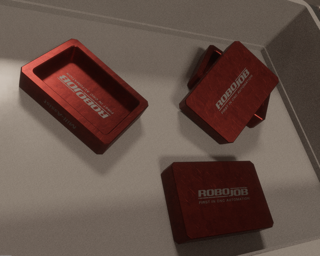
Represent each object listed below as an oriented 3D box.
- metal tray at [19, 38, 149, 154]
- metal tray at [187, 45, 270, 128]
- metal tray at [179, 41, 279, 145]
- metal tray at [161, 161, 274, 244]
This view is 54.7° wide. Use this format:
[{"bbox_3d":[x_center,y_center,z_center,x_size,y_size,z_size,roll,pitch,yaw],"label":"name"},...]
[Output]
[{"bbox_3d":[-0.090,-0.041,0.379,0.130,0.030,0.090,41,51,0],"label":"metal tray"},{"bbox_3d":[0.118,-0.069,0.510,0.130,0.030,0.090,32,51,-8],"label":"metal tray"},{"bbox_3d":[0.102,-0.052,0.454,0.090,0.030,0.130,42,75,-5],"label":"metal tray"},{"bbox_3d":[0.072,0.089,0.389,0.131,0.030,0.090,2,61,-27],"label":"metal tray"}]
